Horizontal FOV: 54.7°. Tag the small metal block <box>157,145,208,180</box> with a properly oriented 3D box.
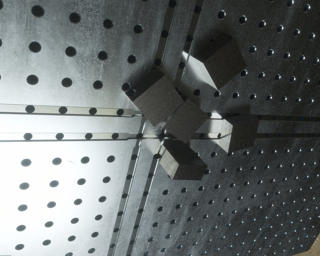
[{"bbox_3d":[0.031,0.050,0.445,0.050,0.050,0.025,8,115,-32],"label":"small metal block"}]

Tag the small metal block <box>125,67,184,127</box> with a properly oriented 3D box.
[{"bbox_3d":[-0.006,-0.038,0.386,0.050,0.025,0.050,-40,130,-1],"label":"small metal block"}]

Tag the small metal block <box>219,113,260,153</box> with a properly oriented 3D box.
[{"bbox_3d":[0.123,0.007,0.486,0.050,0.025,0.050,-11,124,-23],"label":"small metal block"}]

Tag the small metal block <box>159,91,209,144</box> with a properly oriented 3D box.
[{"bbox_3d":[0.030,-0.014,0.421,0.050,0.025,0.050,-50,129,7],"label":"small metal block"}]

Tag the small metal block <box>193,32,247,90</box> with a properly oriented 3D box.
[{"bbox_3d":[0.078,-0.086,0.403,0.050,0.025,0.050,-40,130,-1],"label":"small metal block"}]
